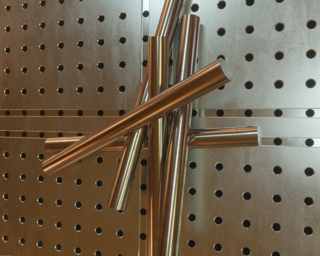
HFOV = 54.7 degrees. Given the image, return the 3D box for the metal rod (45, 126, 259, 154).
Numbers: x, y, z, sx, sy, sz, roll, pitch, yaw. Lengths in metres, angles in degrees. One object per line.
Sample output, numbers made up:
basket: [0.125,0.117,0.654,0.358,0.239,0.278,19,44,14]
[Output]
metal rod: [-0.024,0.018,0.420,0.301,0.025,0.025,-4,89,19]

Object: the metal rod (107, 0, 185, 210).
metal rod: [-0.015,-0.044,0.397,0.025,0.025,0.298,15,88,19]

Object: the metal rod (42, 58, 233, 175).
metal rod: [-0.049,0.000,0.379,0.299,0.025,0.025,-27,81,32]

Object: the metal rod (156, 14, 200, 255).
metal rod: [0.024,0.006,0.377,0.025,0.025,0.298,3,81,19]

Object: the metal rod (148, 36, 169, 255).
metal rod: [-0.002,0.040,0.388,0.025,0.025,0.298,4,100,19]
